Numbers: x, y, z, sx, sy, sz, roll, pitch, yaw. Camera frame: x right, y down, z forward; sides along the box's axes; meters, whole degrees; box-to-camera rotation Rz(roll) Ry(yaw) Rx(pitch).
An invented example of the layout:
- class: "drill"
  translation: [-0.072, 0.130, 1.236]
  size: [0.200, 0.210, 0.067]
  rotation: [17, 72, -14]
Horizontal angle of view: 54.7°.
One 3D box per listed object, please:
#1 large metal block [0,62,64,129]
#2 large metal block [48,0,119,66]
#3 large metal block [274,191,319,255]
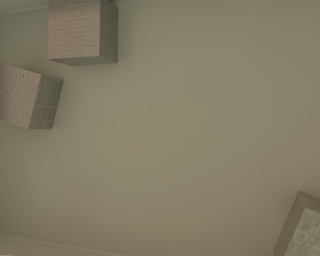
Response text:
- class: "large metal block"
  translation: [-0.203, -0.048, 0.469]
  size: [0.080, 0.050, 0.080]
  rotation: [17, 96, 19]
- class: "large metal block"
  translation: [-0.107, -0.134, 0.435]
  size: [0.080, 0.050, 0.080]
  rotation: [1, 90, 20]
- class: "large metal block"
  translation: [0.159, 0.120, 0.325]
  size: [0.050, 0.080, 0.080]
  rotation: [22, 97, 19]
